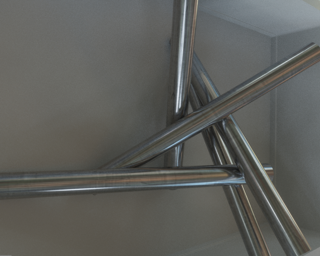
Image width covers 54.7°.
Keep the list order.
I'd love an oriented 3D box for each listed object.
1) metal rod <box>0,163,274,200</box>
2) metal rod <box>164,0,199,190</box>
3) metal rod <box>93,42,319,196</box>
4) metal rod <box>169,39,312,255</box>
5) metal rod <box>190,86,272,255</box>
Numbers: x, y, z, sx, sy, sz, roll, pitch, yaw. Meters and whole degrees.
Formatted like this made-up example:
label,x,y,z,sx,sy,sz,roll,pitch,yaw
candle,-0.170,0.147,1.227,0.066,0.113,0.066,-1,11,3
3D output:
label,x,y,z,sx,sy,sz,roll,pitch,yaw
metal rod,-0.009,0.055,0.334,0.302,0.025,0.025,1,90,-20
metal rod,0.022,-0.053,0.349,0.025,0.025,0.298,-23,129,-38
metal rod,0.051,-0.012,0.352,0.301,0.025,0.025,-31,113,-3
metal rod,0.082,0.002,0.370,0.025,0.025,0.299,-3,58,-40
metal rod,0.085,0.054,0.398,0.025,0.025,0.299,-5,68,-40
